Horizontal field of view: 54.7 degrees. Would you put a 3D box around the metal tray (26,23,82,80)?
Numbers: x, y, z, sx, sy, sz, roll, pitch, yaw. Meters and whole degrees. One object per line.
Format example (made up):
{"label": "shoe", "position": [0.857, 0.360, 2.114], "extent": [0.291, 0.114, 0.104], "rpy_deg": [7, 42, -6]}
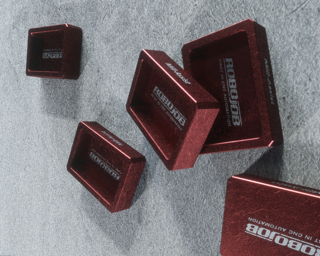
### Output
{"label": "metal tray", "position": [-0.196, -0.136, 0.563], "extent": [0.130, 0.030, 0.089], "rpy_deg": [10, 96, 39]}

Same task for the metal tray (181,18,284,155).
{"label": "metal tray", "position": [0.075, -0.040, 0.339], "extent": [0.090, 0.030, 0.129], "rpy_deg": [-12, 83, 39]}

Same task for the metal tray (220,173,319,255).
{"label": "metal tray", "position": [0.126, 0.101, 0.298], "extent": [0.130, 0.030, 0.089], "rpy_deg": [9, 96, 39]}

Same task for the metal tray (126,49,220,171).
{"label": "metal tray", "position": [0.007, -0.025, 0.365], "extent": [0.130, 0.030, 0.089], "rpy_deg": [52, 134, 42]}

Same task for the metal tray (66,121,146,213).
{"label": "metal tray", "position": [-0.087, 0.055, 0.473], "extent": [0.130, 0.030, 0.089], "rpy_deg": [31, 109, 35]}
